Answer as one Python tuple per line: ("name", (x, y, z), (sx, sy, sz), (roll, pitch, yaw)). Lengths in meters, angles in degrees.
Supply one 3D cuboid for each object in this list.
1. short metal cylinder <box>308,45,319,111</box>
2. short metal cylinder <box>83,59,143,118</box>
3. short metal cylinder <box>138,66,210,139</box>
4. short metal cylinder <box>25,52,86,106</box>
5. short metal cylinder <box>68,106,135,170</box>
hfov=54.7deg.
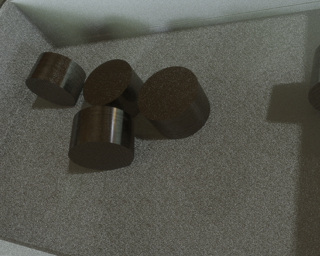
("short metal cylinder", (0.191, -0.049, 0.301), (0.080, 0.080, 0.050), (5, 64, 30))
("short metal cylinder", (-0.065, -0.054, 0.455), (0.080, 0.050, 0.080), (-13, 56, 20))
("short metal cylinder", (0.019, -0.032, 0.398), (0.080, 0.050, 0.080), (-13, 56, 20))
("short metal cylinder", (-0.168, -0.078, 0.504), (0.080, 0.080, 0.050), (3, 64, 29))
("short metal cylinder", (-0.073, 0.015, 0.398), (0.080, 0.080, 0.050), (-15, 56, 19))
